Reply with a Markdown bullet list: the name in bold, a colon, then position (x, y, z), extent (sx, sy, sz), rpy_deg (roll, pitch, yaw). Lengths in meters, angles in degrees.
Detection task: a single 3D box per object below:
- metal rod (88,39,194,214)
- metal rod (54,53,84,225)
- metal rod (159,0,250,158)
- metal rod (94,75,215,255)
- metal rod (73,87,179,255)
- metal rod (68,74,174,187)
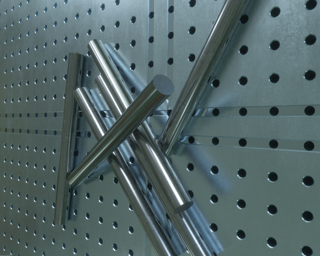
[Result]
- **metal rod**: position (-0.039, -0.022, 0.419), extent (0.025, 0.025, 0.299), rpy_deg (-50, 54, 28)
- **metal rod**: position (-0.160, 0.021, 0.543), extent (0.025, 0.025, 0.298), rpy_deg (12, 98, 39)
- **metal rod**: position (0.064, -0.095, 0.357), extent (0.025, 0.025, 0.298), rpy_deg (39, 114, 33)
- **metal rod**: position (-0.018, 0.040, 0.425), extent (0.025, 0.025, 0.299), rpy_deg (-46, 62, 30)
- **metal rod**: position (-0.060, 0.055, 0.459), extent (0.025, 0.025, 0.299), rpy_deg (-47, 62, 30)
- **metal rod**: position (-0.071, 0.023, 0.423), extent (0.299, 0.025, 0.025), rpy_deg (-41, 64, 48)
